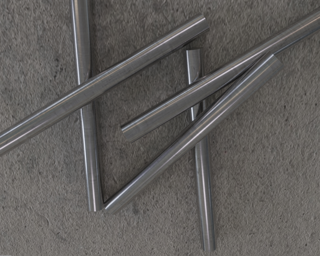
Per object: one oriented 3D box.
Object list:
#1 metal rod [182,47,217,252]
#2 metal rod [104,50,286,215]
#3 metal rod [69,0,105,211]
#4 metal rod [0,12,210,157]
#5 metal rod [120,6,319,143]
[{"bbox_3d":[0.058,0.043,0.425,0.025,0.025,0.298,-7,110,2],"label":"metal rod"},{"bbox_3d":[0.028,0.020,0.394,0.025,0.025,0.299,40,114,-14],"label":"metal rod"},{"bbox_3d":[-0.092,-0.026,0.399,0.025,0.025,0.298,0,110,0],"label":"metal rod"},{"bbox_3d":[-0.077,-0.047,0.366,0.301,0.025,0.025,-31,108,0],"label":"metal rod"},{"bbox_3d":[0.089,-0.069,0.364,0.301,0.025,0.025,-31,108,2],"label":"metal rod"}]
